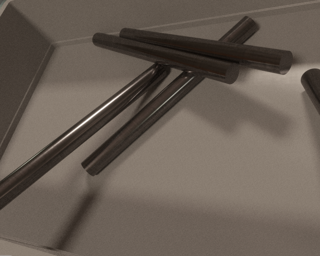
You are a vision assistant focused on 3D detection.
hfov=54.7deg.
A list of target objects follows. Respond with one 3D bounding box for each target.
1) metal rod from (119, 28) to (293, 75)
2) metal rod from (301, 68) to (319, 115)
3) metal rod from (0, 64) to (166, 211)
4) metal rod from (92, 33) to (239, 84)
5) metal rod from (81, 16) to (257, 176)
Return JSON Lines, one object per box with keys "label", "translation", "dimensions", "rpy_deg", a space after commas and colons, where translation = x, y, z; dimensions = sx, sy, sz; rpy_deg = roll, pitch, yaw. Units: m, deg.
{"label": "metal rod", "translation": [0.036, -0.114, 0.427], "dimensions": [0.300, 0.025, 0.025], "rpy_deg": [26, 76, 45]}
{"label": "metal rod", "translation": [0.154, 0.027, 0.228], "dimensions": [0.025, 0.025, 0.301], "rpy_deg": [-16, 29, 19]}
{"label": "metal rod", "translation": [-0.099, 0.005, 0.390], "dimensions": [0.025, 0.025, 0.301], "rpy_deg": [25, 56, 36]}
{"label": "metal rod", "translation": [-0.014, -0.111, 0.457], "dimensions": [0.300, 0.025, 0.025], "rpy_deg": [27, 76, 44]}
{"label": "metal rod", "translation": [0.013, -0.044, 0.424], "dimensions": [0.300, 0.025, 0.025], "rpy_deg": [-42, 51, -1]}
